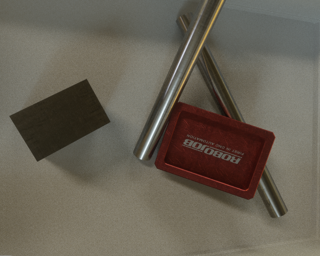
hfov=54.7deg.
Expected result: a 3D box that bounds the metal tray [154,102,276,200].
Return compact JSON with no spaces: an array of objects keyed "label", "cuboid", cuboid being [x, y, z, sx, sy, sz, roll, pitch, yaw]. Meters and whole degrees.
[{"label":"metal tray","cuboid":[0.069,0.028,0.400,0.131,0.030,0.089,19,94,3]}]

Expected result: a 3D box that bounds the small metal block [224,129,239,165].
[{"label":"small metal block","cuboid":[0.108,0.025,0.452,0.050,0.025,0.050,-31,101,-18]}]

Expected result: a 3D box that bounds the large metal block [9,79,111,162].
[{"label":"large metal block","cuboid":[-0.109,-0.009,0.341,0.080,0.080,0.050,-30,100,-18]}]

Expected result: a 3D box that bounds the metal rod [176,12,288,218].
[{"label":"metal rod","cuboid":[0.098,-0.017,0.425,0.025,0.025,0.299,-26,90,-18]}]

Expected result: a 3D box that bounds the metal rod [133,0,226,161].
[{"label":"metal rod","cuboid":[0.035,-0.090,0.351,0.025,0.025,0.298,17,113,-20]}]
